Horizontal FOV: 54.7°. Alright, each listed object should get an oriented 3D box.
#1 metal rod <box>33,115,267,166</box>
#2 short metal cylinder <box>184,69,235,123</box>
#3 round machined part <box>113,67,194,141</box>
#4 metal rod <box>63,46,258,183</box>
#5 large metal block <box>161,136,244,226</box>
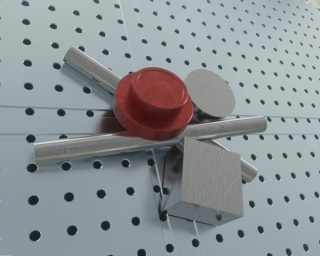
[{"bbox_3d":[0.007,0.011,0.383,0.303,0.025,0.025,-7,65,-24],"label":"metal rod"},{"bbox_3d":[0.061,-0.038,0.449,0.081,0.050,0.080,14,56,-21],"label":"short metal cylinder"},{"bbox_3d":[-0.005,-0.036,0.375,0.099,0.042,0.098,11,50,-13],"label":"round machined part"},{"bbox_3d":[0.006,-0.015,0.422,0.301,0.025,0.025,33,51,-7],"label":"metal rod"},{"bbox_3d":[0.051,0.066,0.378,0.081,0.050,0.080,19,54,-18],"label":"large metal block"}]
